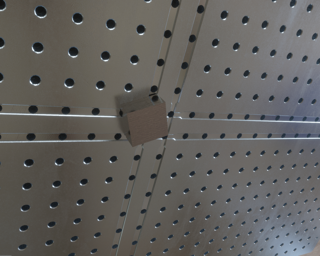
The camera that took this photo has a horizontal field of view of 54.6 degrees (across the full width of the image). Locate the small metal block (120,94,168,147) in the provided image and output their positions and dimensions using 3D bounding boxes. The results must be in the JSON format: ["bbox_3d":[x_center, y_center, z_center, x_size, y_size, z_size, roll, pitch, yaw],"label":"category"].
[{"bbox_3d":[-0.019,-0.010,0.394,0.050,0.025,0.050,-18,126,-18],"label":"small metal block"}]
